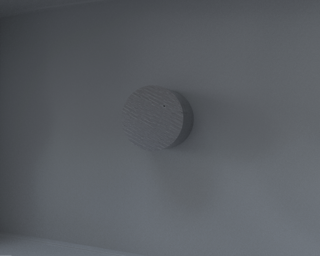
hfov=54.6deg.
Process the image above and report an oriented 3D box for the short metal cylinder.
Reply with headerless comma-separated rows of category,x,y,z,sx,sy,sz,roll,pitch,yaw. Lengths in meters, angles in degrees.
short metal cylinder,-0.002,-0.012,0.398,0.080,0.050,0.080,0,90,20
